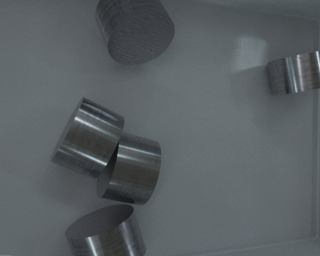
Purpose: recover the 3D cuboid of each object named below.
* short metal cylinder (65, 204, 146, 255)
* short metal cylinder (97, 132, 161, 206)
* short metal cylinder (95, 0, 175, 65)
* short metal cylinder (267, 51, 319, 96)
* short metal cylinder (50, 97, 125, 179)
[{"bbox_3d":[-0.062,0.130,0.359,0.081,0.080,0.050,-19,97,-19],"label":"short metal cylinder"},{"bbox_3d":[-0.038,0.047,0.368,0.050,0.080,0.080,16,85,-20],"label":"short metal cylinder"},{"bbox_3d":[-0.030,-0.120,0.363,0.081,0.080,0.050,-14,63,-20],"label":"short metal cylinder"},{"bbox_3d":[0.205,-0.080,0.459,0.081,0.080,0.050,-12,95,-20],"label":"short metal cylinder"},{"bbox_3d":[-0.082,0.011,0.352,0.050,0.080,0.080,27,81,-18],"label":"short metal cylinder"}]
